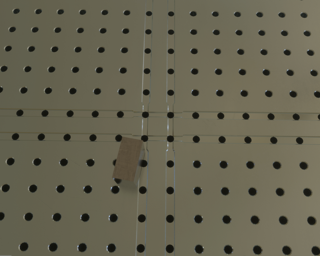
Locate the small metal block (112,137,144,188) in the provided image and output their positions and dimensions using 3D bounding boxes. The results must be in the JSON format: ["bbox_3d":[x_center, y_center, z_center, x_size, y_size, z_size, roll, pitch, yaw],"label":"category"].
[{"bbox_3d":[-0.037,0.044,0.382,0.025,0.050,0.050,11,70,4],"label":"small metal block"}]
